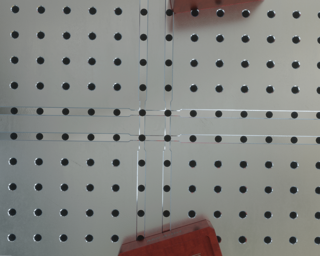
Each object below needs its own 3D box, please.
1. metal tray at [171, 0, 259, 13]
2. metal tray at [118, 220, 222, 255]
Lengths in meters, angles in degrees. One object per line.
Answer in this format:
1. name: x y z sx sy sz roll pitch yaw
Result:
1. metal tray: 0.080 -0.182 0.381 0.131 0.090 0.030 -9 90 -1
2. metal tray: 0.019 0.186 0.411 0.131 0.030 0.090 -17 90 -1
